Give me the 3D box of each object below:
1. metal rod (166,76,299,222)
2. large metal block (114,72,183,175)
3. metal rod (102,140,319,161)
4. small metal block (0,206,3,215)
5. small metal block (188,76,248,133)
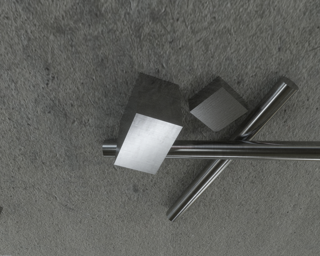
[{"bbox_3d":[0.087,0.050,0.450,0.025,0.025,0.298,20,127,-17],"label":"metal rod"},{"bbox_3d":[-0.015,-0.006,0.366,0.050,0.080,0.079,17,128,-14],"label":"large metal block"},{"bbox_3d":[0.073,0.029,0.405,0.301,0.025,0.025,0,131,10],"label":"metal rod"},{"bbox_3d":[-0.307,0.141,0.523,0.050,0.025,0.050,-26,126,20],"label":"small metal block"},{"bbox_3d":[0.071,-0.028,0.384,0.050,0.025,0.050,36,121,-27],"label":"small metal block"}]
